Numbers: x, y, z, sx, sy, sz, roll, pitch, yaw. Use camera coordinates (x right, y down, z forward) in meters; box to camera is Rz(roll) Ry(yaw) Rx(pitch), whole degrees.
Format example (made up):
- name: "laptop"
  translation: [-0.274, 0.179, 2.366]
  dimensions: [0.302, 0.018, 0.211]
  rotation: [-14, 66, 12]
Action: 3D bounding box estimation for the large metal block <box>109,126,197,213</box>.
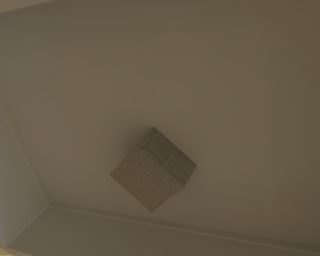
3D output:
- name: "large metal block"
  translation: [-0.010, 0.059, 0.433]
  dimensions: [0.080, 0.050, 0.080]
  rotation: [42, 129, -1]
